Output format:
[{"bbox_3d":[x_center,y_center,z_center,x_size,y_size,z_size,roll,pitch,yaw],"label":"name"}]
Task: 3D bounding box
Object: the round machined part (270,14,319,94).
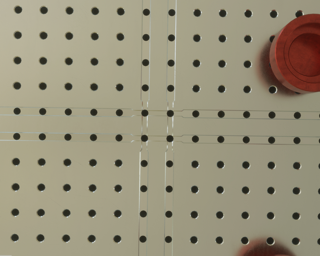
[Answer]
[{"bbox_3d":[0.192,-0.094,0.406,0.099,0.042,0.097,0,90,0],"label":"round machined part"}]
